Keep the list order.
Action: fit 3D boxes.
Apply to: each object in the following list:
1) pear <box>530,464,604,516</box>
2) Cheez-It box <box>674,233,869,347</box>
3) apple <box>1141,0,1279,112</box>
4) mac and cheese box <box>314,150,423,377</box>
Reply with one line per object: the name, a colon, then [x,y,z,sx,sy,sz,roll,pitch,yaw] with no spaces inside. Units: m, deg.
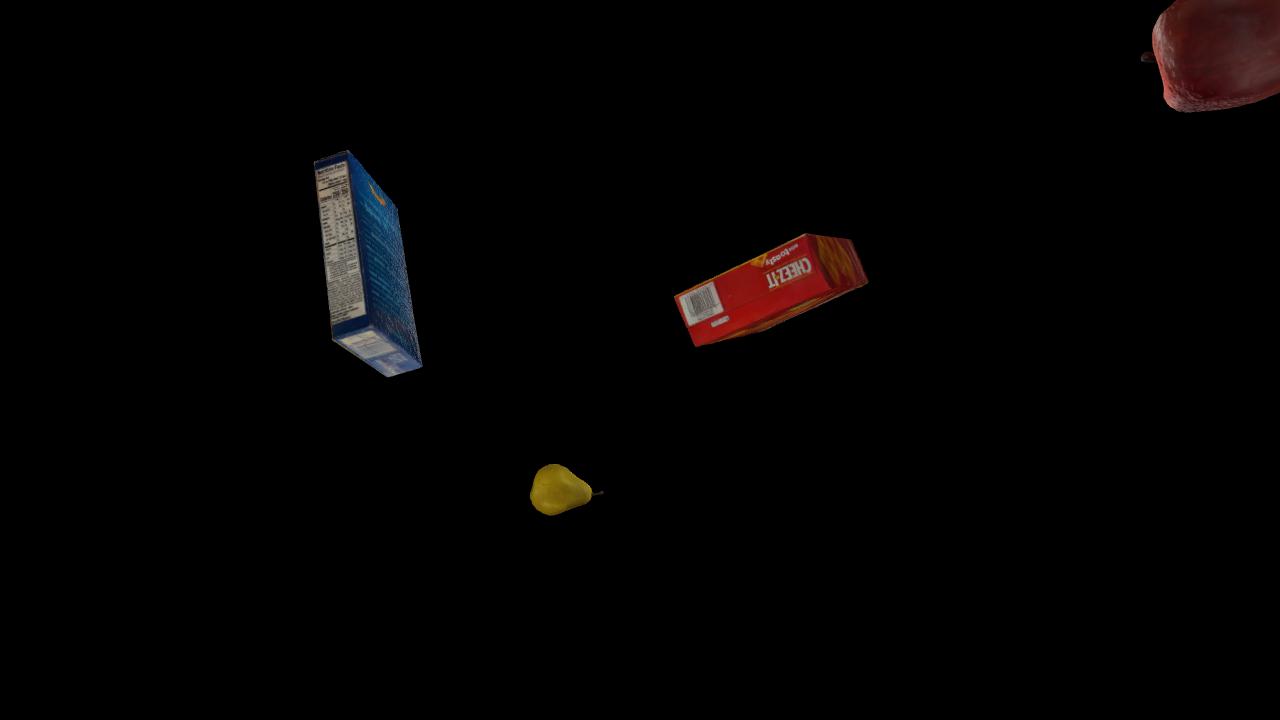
pear: [-0.115,0.211,0.971,0.111,0.080,0.080,16,1,2]
Cheez-It box: [0.166,-0.084,0.738,0.166,0.071,0.223,-24,-5,30]
apple: [0.330,-0.178,0.332,0.093,0.079,0.079,-8,-5,41]
mac and cheese box: [-0.246,-0.085,0.557,0.041,0.184,0.093,-18,-22,2]
